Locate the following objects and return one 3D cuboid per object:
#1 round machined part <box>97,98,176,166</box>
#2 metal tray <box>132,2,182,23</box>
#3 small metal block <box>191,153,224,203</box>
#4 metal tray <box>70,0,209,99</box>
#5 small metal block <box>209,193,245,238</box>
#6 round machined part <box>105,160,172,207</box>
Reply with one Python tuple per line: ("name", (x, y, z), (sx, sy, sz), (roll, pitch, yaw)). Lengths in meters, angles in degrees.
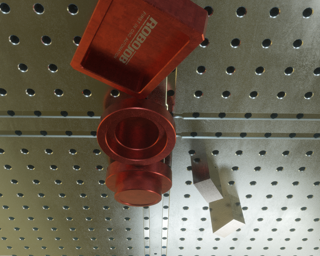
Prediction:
("round machined part", (-0.029, 0.001, 0.401), (0.099, 0.042, 0.097), (0, 130, 0))
("metal tray", (-0.021, -0.165, 0.267), (0.090, 0.030, 0.130), (-36, 122, 26))
("small metal block", (0.069, 0.074, 0.459), (0.025, 0.050, 0.050), (-23, 127, 18))
("metal tray", (-0.026, -0.084, 0.304), (0.090, 0.030, 0.129), (24, 150, -19))
("small metal block", (0.112, 0.148, 0.522), (0.025, 0.050, 0.050), (27, 125, -21))
("round machined part", (-0.031, 0.085, 0.457), (0.099, 0.042, 0.098), (0, 146, 1))
